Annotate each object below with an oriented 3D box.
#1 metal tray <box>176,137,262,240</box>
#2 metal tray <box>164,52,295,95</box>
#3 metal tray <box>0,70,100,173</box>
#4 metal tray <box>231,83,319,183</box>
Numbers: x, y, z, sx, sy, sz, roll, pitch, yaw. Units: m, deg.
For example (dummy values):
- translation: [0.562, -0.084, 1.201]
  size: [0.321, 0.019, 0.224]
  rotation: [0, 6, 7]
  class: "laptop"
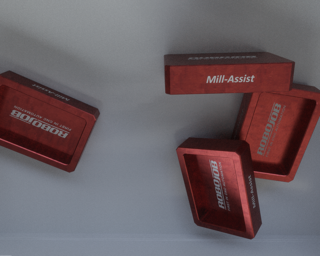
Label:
- translation: [0.079, 0.078, 0.412]
  size: [0.090, 0.030, 0.129]
  rotation: [2, 116, 38]
  class: "metal tray"
- translation: [0.070, -0.065, 0.353]
  size: [0.131, 0.090, 0.030]
  rotation: [-1, 110, 0]
  class: "metal tray"
- translation: [-0.156, -0.007, 0.404]
  size: [0.131, 0.030, 0.089]
  rotation: [24, 108, -9]
  class: "metal tray"
- translation: [0.146, 0.005, 0.405]
  size: [0.091, 0.030, 0.129]
  rotation: [9, 115, -4]
  class: "metal tray"
